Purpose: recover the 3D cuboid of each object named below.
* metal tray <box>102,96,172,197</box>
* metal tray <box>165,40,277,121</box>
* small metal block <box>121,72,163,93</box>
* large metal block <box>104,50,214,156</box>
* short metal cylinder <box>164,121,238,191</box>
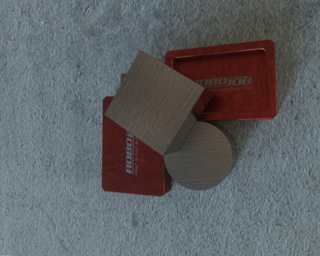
[{"bbox_3d":[-0.031,0.022,0.419,0.090,0.030,0.129,1,90,20],"label":"metal tray"},{"bbox_3d":[0.073,-0.054,0.381,0.130,0.030,0.089,-2,89,19],"label":"metal tray"},{"bbox_3d":[-0.017,-0.055,0.403,0.050,0.050,0.025,1,91,20],"label":"small metal block"},{"bbox_3d":[0.000,-0.027,0.342,0.080,0.050,0.080,34,101,16],"label":"large metal block"},{"bbox_3d":[0.051,0.032,0.378,0.080,0.050,0.080,0,90,20],"label":"short metal cylinder"}]
